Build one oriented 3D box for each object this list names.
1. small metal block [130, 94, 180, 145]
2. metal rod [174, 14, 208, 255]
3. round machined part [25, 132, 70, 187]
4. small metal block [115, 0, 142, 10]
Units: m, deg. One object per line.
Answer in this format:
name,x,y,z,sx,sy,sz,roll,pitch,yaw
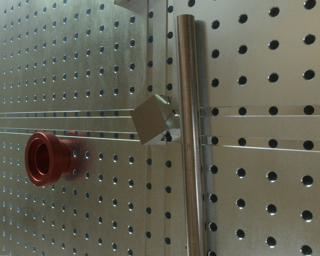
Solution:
small metal block,-0.008,-0.010,0.416,0.050,0.025,0.050,-33,70,35
metal rod,0.038,0.013,0.377,0.025,0.025,0.298,-5,87,40
round machined part,-0.203,0.056,0.567,0.098,0.042,0.097,0,90,40
small metal block,-0.041,-0.208,0.443,0.050,0.025,0.050,-17,79,38
